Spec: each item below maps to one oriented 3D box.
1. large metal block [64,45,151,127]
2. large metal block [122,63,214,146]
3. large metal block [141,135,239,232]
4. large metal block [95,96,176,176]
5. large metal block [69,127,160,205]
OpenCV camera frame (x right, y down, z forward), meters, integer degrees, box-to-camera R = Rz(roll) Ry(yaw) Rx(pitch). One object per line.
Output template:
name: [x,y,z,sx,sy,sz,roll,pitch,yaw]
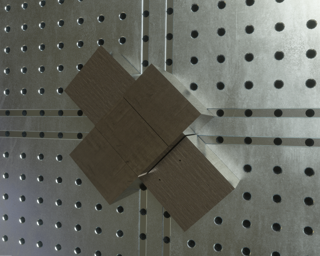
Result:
large metal block: [-0.066,-0.050,0.419,0.080,0.050,0.080,47,105,13]
large metal block: [0.014,-0.026,0.378,0.050,0.080,0.080,-46,76,14]
large metal block: [0.039,0.065,0.385,0.080,0.050,0.080,-46,76,15]
large metal block: [-0.021,0.009,0.390,0.050,0.080,0.080,-46,76,14]
large metal block: [-0.054,0.044,0.402,0.050,0.080,0.080,-46,76,14]
